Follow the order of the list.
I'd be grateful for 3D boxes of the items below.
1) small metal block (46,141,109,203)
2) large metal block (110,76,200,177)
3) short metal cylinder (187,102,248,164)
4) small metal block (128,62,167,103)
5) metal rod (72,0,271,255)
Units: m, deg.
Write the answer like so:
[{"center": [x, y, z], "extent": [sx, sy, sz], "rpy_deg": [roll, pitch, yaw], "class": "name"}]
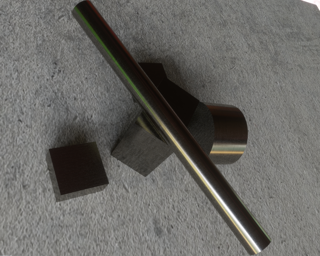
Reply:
[{"center": [-0.088, 0.046, 0.329], "extent": [0.050, 0.025, 0.050], "rpy_deg": [-9, 66, -32], "class": "small metal block"}, {"center": [-0.006, 0.000, 0.367], "extent": [0.050, 0.080, 0.080], "rpy_deg": [34, 51, -6], "class": "large metal block"}, {"center": [0.067, 0.007, 0.402], "extent": [0.050, 0.080, 0.080], "rpy_deg": [3, 60, -27], "class": "short metal cylinder"}, {"center": [-0.017, -0.064, 0.436], "extent": [0.050, 0.025, 0.050], "rpy_deg": [-5, 65, -31], "class": "small metal block"}, {"center": [0.004, -0.009, 0.310], "extent": [0.025, 0.025, 0.299], "rpy_deg": [-29, 78, -38], "class": "metal rod"}]
